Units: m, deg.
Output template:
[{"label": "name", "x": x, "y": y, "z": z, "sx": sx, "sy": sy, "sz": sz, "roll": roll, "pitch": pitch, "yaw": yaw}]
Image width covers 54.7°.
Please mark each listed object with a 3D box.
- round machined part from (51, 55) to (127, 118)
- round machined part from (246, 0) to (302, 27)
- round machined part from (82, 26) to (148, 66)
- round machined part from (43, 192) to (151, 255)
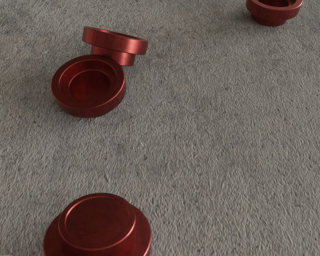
[{"label": "round machined part", "x": -0.095, "y": -0.053, "z": 0.431, "sx": 0.099, "sy": 0.042, "sz": 0.098, "roll": -1, "pitch": 57, "yaw": 1}, {"label": "round machined part", "x": 0.211, "y": -0.228, "z": 0.585, "sx": 0.099, "sy": 0.042, "sz": 0.098, "roll": 0, "pitch": 50, "yaw": 0}, {"label": "round machined part", "x": -0.070, "y": -0.124, "z": 0.476, "sx": 0.099, "sy": 0.042, "sz": 0.098, "roll": 12, "pitch": 18, "yaw": -4}, {"label": "round machined part", "x": -0.057, "y": 0.099, "z": 0.289, "sx": 0.099, "sy": 0.042, "sz": 0.098, "roll": 3, "pitch": 30, "yaw": -1}]
